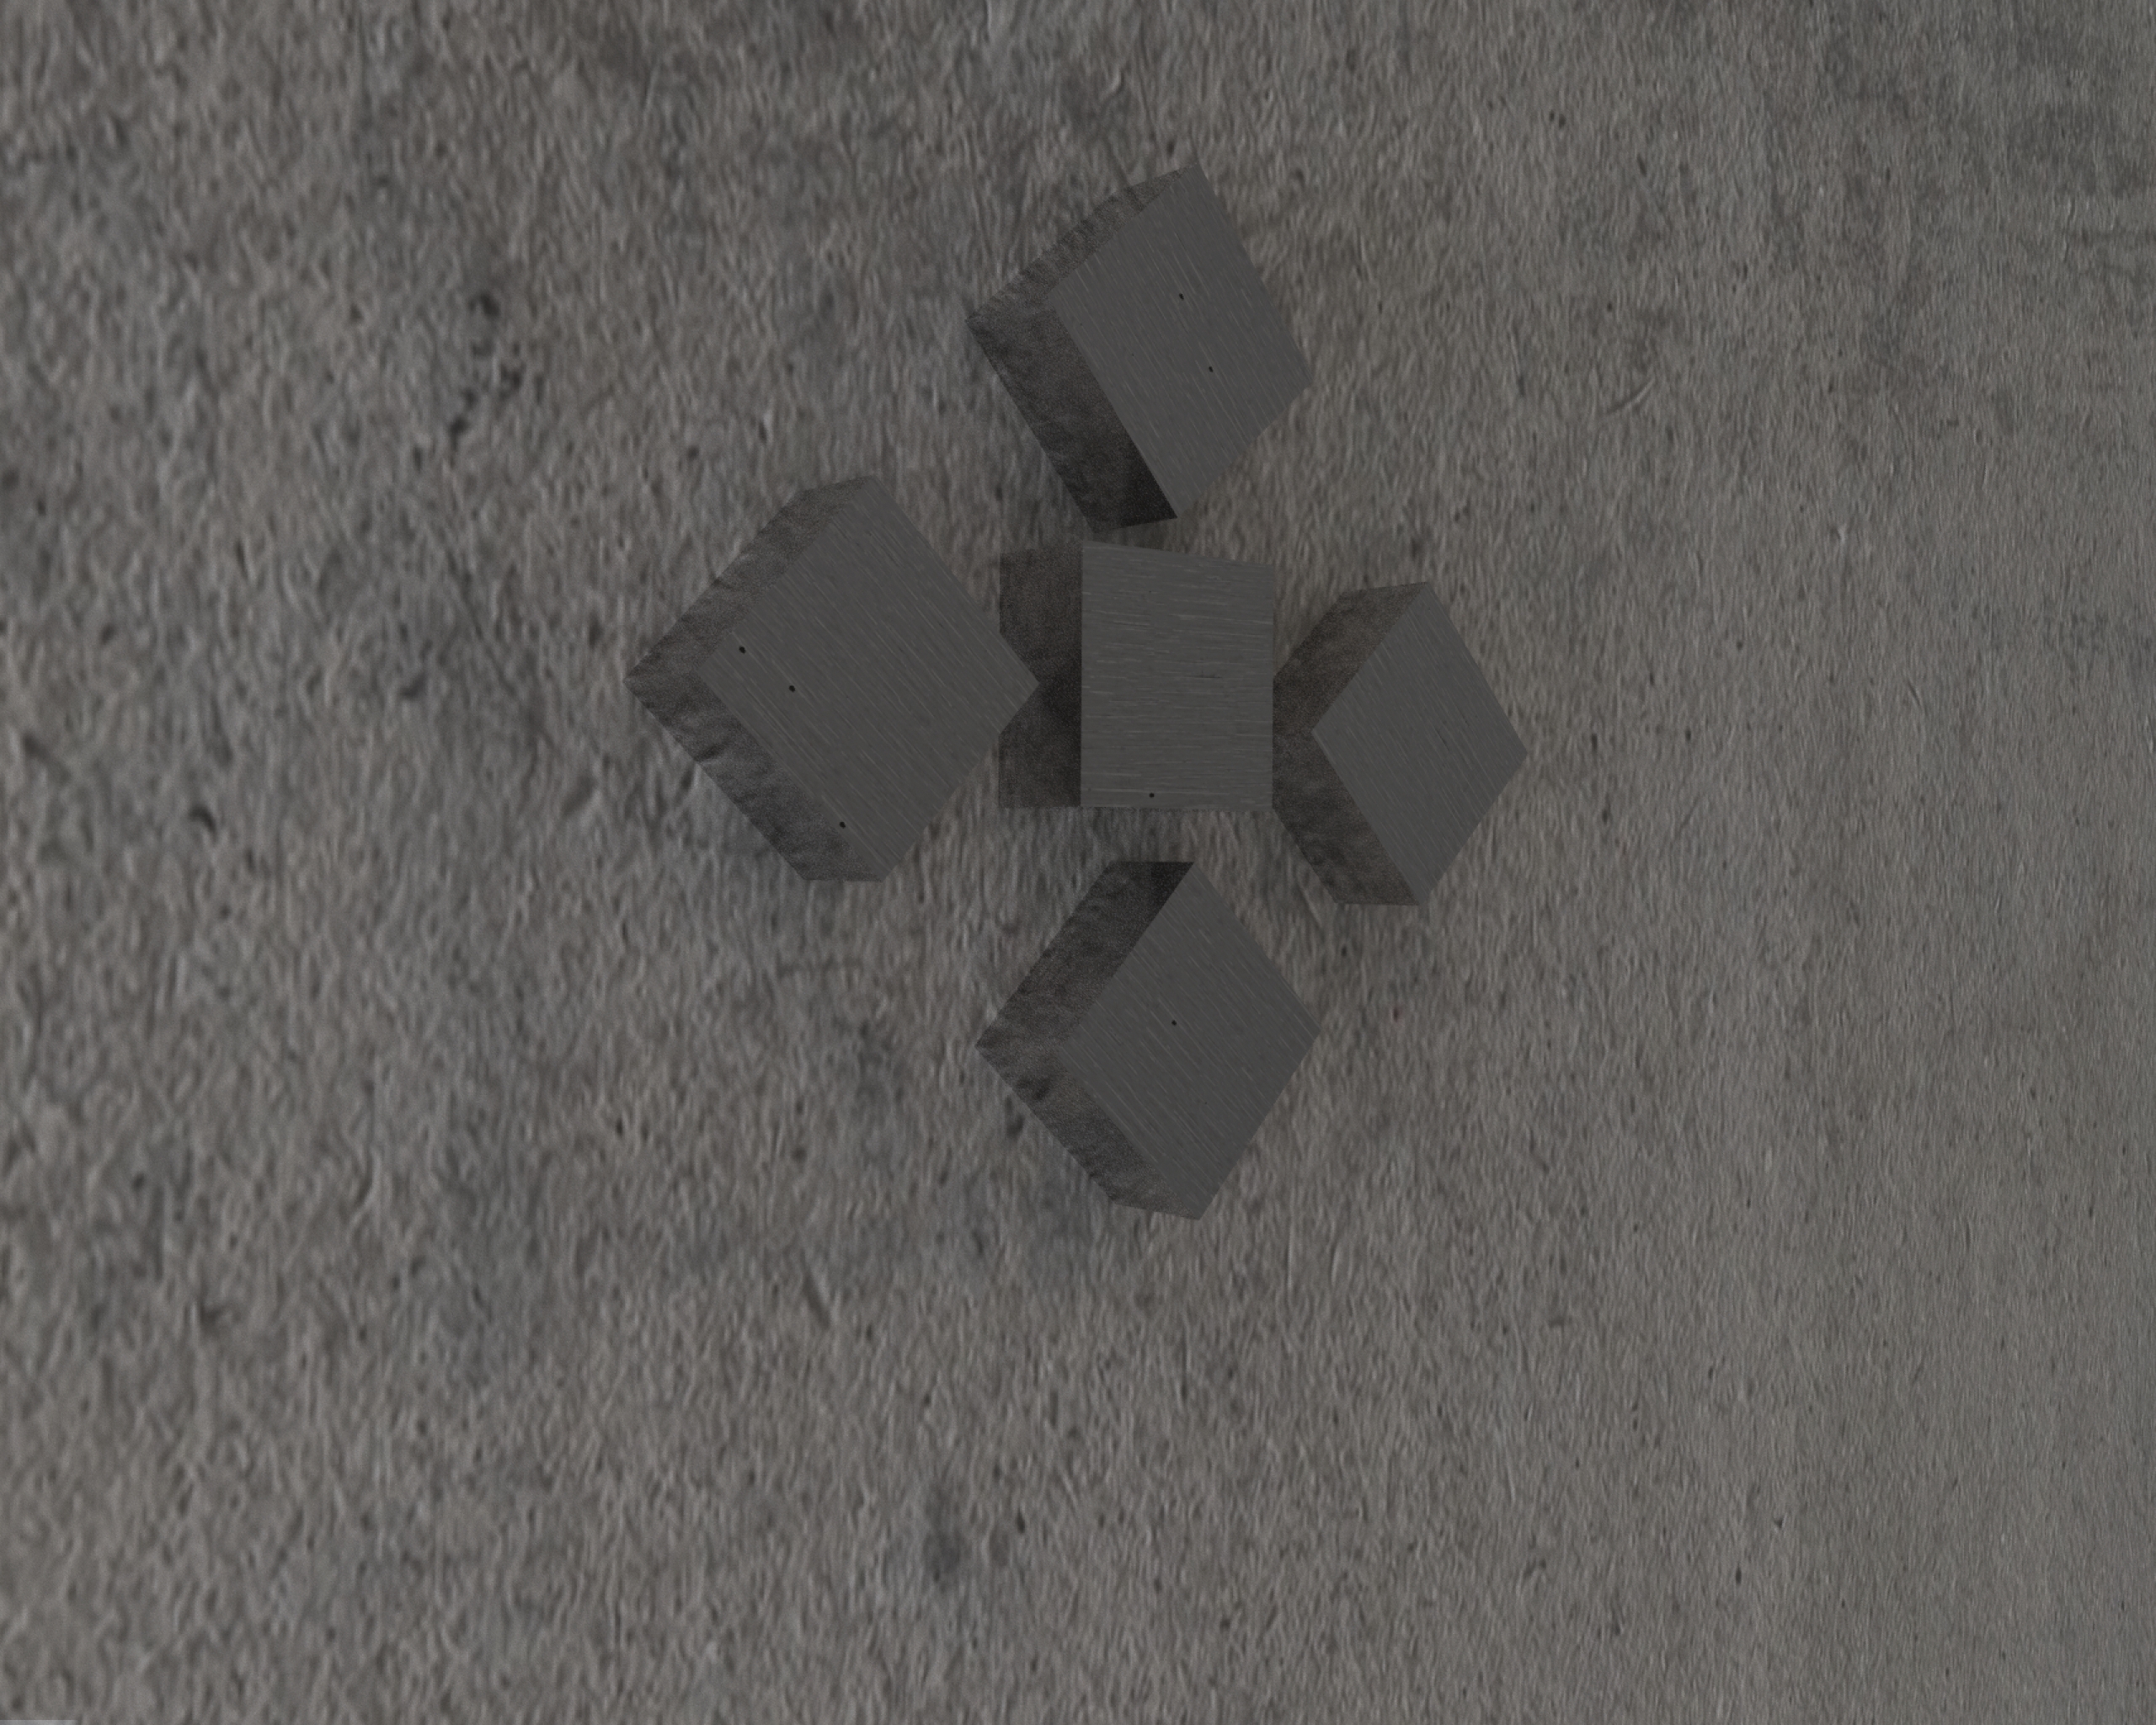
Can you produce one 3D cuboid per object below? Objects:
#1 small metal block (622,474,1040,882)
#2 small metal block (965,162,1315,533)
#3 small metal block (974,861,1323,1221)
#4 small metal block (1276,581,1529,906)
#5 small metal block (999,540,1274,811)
[{"bbox_3d":[-0.042,-0.032,0.369,0.050,0.025,0.050,51,60,-28],"label":"small metal block"},{"bbox_3d":[0.013,-0.102,0.415,0.050,0.025,0.050,-48,119,-29],"label":"small metal block"},{"bbox_3d":[0.015,0.035,0.417,0.050,0.025,0.050,51,60,-28],"label":"small metal block"},{"bbox_3d":[0.067,-0.026,0.460,0.050,0.025,0.050,-51,120,-28],"label":"small metal block"},{"bbox_3d":[0.012,-0.035,0.414,0.050,0.025,0.050,0,90,-40],"label":"small metal block"}]
